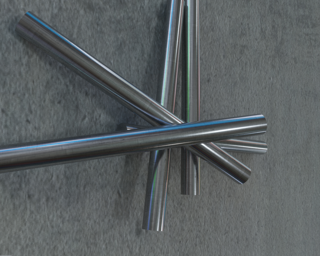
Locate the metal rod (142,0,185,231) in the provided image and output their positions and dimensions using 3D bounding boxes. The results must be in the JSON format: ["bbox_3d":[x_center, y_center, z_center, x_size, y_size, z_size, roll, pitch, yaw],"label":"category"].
[{"bbox_3d":[0.007,-0.029,0.386,0.025,0.025,0.299,18,70,-39],"label":"metal rod"}]

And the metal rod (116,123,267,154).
[{"bbox_3d":[0.069,0.021,0.464,0.302,0.025,0.025,7,86,-40],"label":"metal rod"}]

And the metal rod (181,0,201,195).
[{"bbox_3d":[0.042,-0.062,0.419,0.025,0.025,0.298,9,77,-40],"label":"metal rod"}]

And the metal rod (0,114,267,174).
[{"bbox_3d":[-0.026,0.013,0.314,0.303,0.025,0.025,-7,95,-18],"label":"metal rod"}]

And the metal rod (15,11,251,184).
[{"bbox_3d":[-0.013,-0.021,0.343,0.301,0.025,0.025,34,68,-18],"label":"metal rod"}]
